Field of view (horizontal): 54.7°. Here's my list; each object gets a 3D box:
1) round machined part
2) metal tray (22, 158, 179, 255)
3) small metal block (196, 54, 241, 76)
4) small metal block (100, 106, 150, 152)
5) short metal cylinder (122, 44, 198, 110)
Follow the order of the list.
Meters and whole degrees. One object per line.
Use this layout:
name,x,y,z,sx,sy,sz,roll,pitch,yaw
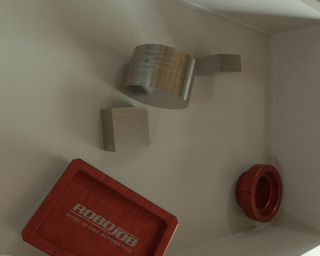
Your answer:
round machined part,0.169,0.111,0.541,0.099,0.042,0.097,0,90,-40
metal tray,-0.057,0.103,0.318,0.130,0.030,0.090,33,64,-7
small metal block,0.085,-0.094,0.464,0.050,0.050,0.025,-9,96,-40
small metal block,-0.041,0.000,0.374,0.050,0.025,0.050,-8,95,-40
short metal cylinder,0.000,-0.059,0.373,0.080,0.080,0.050,22,76,-38
